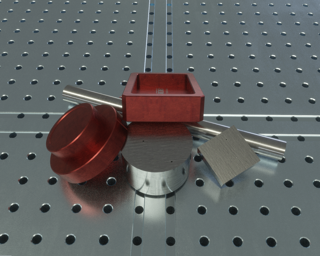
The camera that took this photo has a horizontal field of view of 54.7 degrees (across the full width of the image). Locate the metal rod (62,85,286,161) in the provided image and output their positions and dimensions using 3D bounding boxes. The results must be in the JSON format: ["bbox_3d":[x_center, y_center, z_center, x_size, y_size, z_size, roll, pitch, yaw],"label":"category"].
[{"bbox_3d":[0.009,-0.011,0.412,0.301,0.025,0.025,15,52,12],"label":"metal rod"}]

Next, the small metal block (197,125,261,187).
[{"bbox_3d":[0.079,0.033,0.361,0.050,0.025,0.050,-32,72,-5],"label":"small metal block"}]

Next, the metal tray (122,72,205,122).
[{"bbox_3d":[0.003,-0.044,0.398,0.091,0.030,0.130,0,21,-1],"label":"metal tray"}]

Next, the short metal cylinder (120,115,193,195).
[{"bbox_3d":[-0.004,0.031,0.361,0.081,0.050,0.080,0,50,0],"label":"short metal cylinder"}]

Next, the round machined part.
[{"bbox_3d":[-0.089,0.010,0.352,0.098,0.042,0.098,-24,40,22],"label":"round machined part"}]
